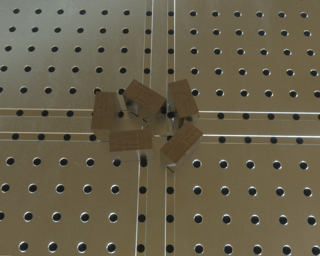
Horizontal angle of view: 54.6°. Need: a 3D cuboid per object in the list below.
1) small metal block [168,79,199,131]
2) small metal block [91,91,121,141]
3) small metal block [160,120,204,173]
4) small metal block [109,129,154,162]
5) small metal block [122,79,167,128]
[{"bbox_3d":[0.029,-0.029,0.409,0.025,0.050,0.050,-15,70,-5],"label":"small metal block"},{"bbox_3d":[-0.069,-0.014,0.403,0.025,0.050,0.050,3,71,1],"label":"small metal block"},{"bbox_3d":[0.026,0.025,0.389,0.025,0.050,0.050,40,75,14],"label":"small metal block"},{"bbox_3d":[-0.035,0.023,0.390,0.050,0.050,0.025,-5,70,-2],"label":"small metal block"},{"bbox_3d":[-0.019,-0.031,0.410,0.050,0.050,0.025,32,74,10],"label":"small metal block"}]
